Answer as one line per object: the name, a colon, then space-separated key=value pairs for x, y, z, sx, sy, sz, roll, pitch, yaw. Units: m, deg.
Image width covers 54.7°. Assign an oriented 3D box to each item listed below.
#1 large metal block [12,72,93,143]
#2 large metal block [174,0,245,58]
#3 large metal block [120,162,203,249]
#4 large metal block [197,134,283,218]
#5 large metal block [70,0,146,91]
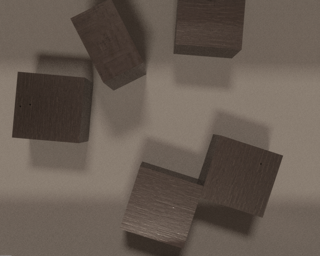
large metal block: x=-0.134 y=-0.025 z=0.397 sx=0.081 sy=0.050 sz=0.079 roll=5 pitch=90 yaw=-1
large metal block: x=0.062 y=-0.138 z=0.400 sx=0.081 sy=0.050 sz=0.079 roll=4 pitch=90 yaw=-1
large metal block: x=0.002 y=0.096 z=0.399 sx=0.080 sy=0.050 sz=0.080 roll=18 pitch=90 yaw=-1
large metal block: x=0.099 y=0.059 z=0.400 sx=0.080 sy=0.050 sz=0.080 roll=18 pitch=90 yaw=-1
large metal block: x=-0.059 y=-0.097 z=0.383 sx=0.050 sy=0.080 sz=0.080 roll=-27 pitch=90 yaw=0
